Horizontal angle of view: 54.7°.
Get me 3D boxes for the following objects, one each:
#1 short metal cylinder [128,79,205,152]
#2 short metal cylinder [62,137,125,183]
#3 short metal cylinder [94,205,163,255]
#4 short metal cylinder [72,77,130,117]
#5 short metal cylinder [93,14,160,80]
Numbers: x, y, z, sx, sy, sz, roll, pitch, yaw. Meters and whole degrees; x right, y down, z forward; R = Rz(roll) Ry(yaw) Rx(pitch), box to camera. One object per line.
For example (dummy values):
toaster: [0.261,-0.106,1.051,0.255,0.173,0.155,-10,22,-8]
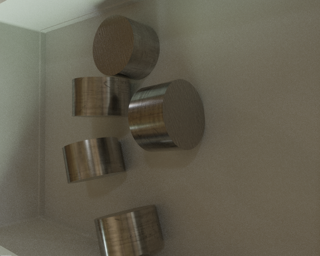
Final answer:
short metal cylinder: [0.009,-0.013,0.362,0.050,0.081,0.080,-7,86,39]
short metal cylinder: [-0.096,0.047,0.447,0.080,0.081,0.050,-20,78,38]
short metal cylinder: [-0.041,0.134,0.403,0.080,0.081,0.050,-21,77,38]
short metal cylinder: [-0.082,-0.041,0.436,0.080,0.081,0.050,0,90,39]
short metal cylinder: [-0.047,-0.109,0.427,0.080,0.050,0.079,0,90,39]
